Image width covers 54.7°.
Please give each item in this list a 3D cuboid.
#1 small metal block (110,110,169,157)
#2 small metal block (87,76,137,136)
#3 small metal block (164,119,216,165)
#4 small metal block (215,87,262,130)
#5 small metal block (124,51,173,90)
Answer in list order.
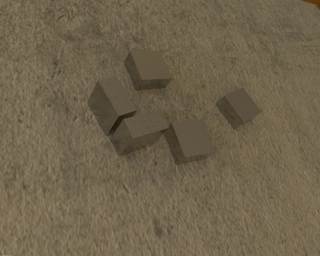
[{"bbox_3d":[-0.025,0.007,0.371,0.050,0.050,0.025,-16,71,-35],"label":"small metal block"},{"bbox_3d":[-0.059,-0.026,0.373,0.025,0.050,0.050,-22,74,-36],"label":"small metal block"},{"bbox_3d":[0.039,0.018,0.416,0.050,0.025,0.050,-7,65,-32],"label":"small metal block"},{"bbox_3d":[0.125,-0.032,0.493,0.050,0.025,0.050,-25,76,-37],"label":"small metal block"},{"bbox_3d":[-0.017,-0.084,0.447,0.050,0.025,0.050,-9,66,-32],"label":"small metal block"}]
